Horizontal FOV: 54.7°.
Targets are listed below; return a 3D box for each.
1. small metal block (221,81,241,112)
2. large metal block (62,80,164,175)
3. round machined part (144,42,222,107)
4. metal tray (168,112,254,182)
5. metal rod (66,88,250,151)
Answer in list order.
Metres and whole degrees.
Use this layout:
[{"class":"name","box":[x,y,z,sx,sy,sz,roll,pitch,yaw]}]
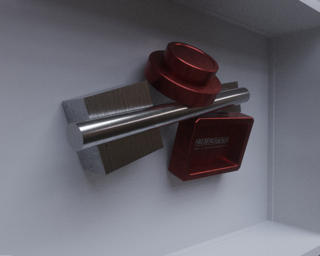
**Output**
[{"class":"small metal block","box":[0.101,-0.046,0.491,0.050,0.025,0.050,-15,100,-39]},{"class":"large metal block","box":[-0.051,-0.003,0.346,0.081,0.050,0.079,-23,105,-38]},{"class":"round machined part","box":[0.033,-0.072,0.384,0.099,0.098,0.042,-6,135,-40]},{"class":"metal tray","box":[0.077,0.023,0.450,0.131,0.030,0.089,-2,111,-41]},{"class":"metal rod","box":[0.028,-0.022,0.372,0.302,0.025,0.025,-16,101,-46]}]
